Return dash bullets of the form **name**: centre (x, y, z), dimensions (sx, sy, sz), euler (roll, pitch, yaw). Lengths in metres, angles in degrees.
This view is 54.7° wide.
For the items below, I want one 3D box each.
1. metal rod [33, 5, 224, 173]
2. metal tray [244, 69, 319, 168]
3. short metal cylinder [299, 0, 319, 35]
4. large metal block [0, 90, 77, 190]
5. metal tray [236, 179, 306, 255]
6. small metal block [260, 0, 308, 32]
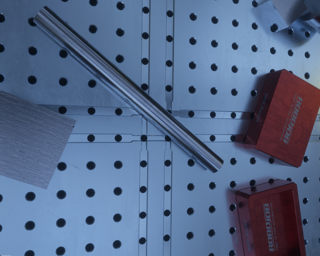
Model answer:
- **metal rod**: centre (-0.029, -0.039, 0.401), dimensions (0.300, 0.025, 0.025), euler (40, 77, -16)
- **metal tray**: centre (0.193, -0.014, 0.481), dimensions (0.090, 0.030, 0.130), euler (24, 82, -19)
- **short metal cylinder**: centre (0.267, -0.188, 0.481), dimensions (0.050, 0.080, 0.080), euler (29, 81, -18)
- **large metal block**: centre (-0.149, 0.013, 0.344), dimensions (0.080, 0.050, 0.080), euler (24, 82, -19)
- **metal tray**: centre (0.171, 0.152, 0.472), dimensions (0.091, 0.030, 0.129), euler (-10, 94, -20)
- **small metal block**: centre (0.193, -0.189, 0.483), dimensions (0.050, 0.025, 0.050), euler (-44, 104, -15)
